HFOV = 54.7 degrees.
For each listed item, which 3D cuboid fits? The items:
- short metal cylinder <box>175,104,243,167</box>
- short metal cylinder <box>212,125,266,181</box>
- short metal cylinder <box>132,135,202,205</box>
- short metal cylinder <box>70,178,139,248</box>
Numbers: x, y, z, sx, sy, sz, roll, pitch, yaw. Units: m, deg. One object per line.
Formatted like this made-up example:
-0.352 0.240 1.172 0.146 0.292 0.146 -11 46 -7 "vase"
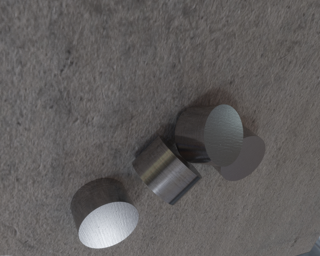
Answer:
0.066 0.009 0.413 0.081 0.050 0.079 0 90 -41 "short metal cylinder"
0.113 0.034 0.476 0.081 0.050 0.079 -14 125 -21 "short metal cylinder"
0.010 0.055 0.412 0.050 0.080 0.080 -45 130 4 "short metal cylinder"
-0.076 0.115 0.422 0.081 0.050 0.079 -14 125 -21 "short metal cylinder"
